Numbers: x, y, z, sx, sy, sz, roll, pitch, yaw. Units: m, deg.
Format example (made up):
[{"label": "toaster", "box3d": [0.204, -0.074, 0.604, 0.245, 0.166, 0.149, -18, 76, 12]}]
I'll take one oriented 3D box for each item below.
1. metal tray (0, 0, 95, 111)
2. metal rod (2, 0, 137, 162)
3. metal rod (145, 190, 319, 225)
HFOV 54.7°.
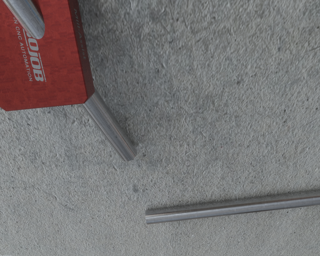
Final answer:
[{"label": "metal tray", "box3d": [-0.122, -0.086, 0.300, 0.091, 0.030, 0.129, -6, 109, 4]}, {"label": "metal rod", "box3d": [-0.094, -0.057, 0.333, 0.025, 0.025, 0.299, -15, 136, 12]}, {"label": "metal rod", "box3d": [0.126, 0.133, 0.522, 0.302, 0.025, 0.025, -8, 130, 6]}]
